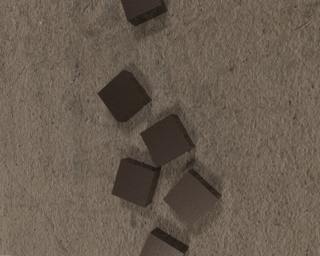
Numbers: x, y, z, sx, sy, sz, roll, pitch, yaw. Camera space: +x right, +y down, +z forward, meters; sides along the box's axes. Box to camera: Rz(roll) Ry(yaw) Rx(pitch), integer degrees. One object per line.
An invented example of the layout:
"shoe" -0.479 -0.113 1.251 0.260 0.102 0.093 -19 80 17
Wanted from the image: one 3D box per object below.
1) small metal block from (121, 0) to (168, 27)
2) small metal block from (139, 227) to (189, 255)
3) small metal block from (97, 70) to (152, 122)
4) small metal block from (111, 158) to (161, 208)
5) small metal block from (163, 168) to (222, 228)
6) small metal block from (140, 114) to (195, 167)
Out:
"small metal block" -0.024 -0.173 0.417 0.050 0.025 0.050 -19 84 18
"small metal block" 0.003 0.168 0.407 0.050 0.025 0.050 27 99 17
"small metal block" -0.049 -0.043 0.425 0.050 0.025 0.050 -39 78 15
"small metal block" -0.032 0.073 0.419 0.050 0.025 0.050 18 96 18
"small metal block" 0.041 0.088 0.394 0.050 0.025 0.050 42 103 14
"small metal block" 0.010 0.016 0.405 0.050 0.025 0.050 -31 80 17
